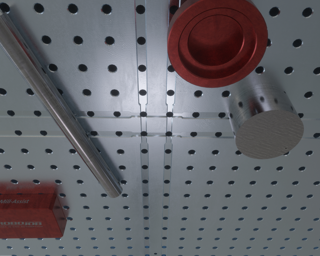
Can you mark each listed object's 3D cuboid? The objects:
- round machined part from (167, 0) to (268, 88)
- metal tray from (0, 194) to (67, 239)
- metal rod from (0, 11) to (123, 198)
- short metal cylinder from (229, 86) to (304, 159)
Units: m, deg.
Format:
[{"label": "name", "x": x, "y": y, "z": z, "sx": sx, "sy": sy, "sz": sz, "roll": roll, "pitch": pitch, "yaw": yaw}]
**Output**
[{"label": "round machined part", "x": 0.057, "y": -0.094, "z": 0.321, "sx": 0.099, "sy": 0.042, "sz": 0.097, "roll": 0, "pitch": 130, "yaw": 0}, {"label": "metal tray", "x": -0.239, "y": 0.155, "z": 0.538, "sx": 0.131, "sy": 0.030, "sz": 0.089, "roll": -1, "pitch": 130, "yaw": 0}, {"label": "metal rod", "x": -0.120, "y": -0.005, "z": 0.405, "sx": 0.025, "sy": 0.025, "sz": 0.299, "roll": -15, "pitch": 129, "yaw": 12}, {"label": "short metal cylinder", "x": 0.131, "y": -0.006, "z": 0.391, "sx": 0.081, "sy": 0.050, "sz": 0.079, "roll": 0, "pitch": 130, "yaw": 0}]
